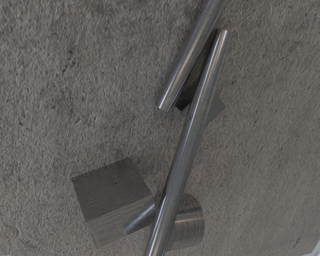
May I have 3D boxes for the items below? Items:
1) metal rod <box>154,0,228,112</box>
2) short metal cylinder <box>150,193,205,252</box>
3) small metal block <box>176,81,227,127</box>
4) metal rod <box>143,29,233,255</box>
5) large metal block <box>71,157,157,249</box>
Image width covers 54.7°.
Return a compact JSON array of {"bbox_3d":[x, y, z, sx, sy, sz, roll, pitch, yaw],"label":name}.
[{"bbox_3d":[0.067,-0.154,0.348,0.025,0.025,0.298,14,111,-34],"label":"metal rod"},{"bbox_3d":[0.024,0.143,0.473,0.050,0.080,0.079,1,118,-29],"label":"short metal cylinder"},{"bbox_3d":[0.054,-0.031,0.417,0.050,0.025,0.050,-44,130,2],"label":"small metal block"},{"bbox_3d":[0.032,0.026,0.378,0.025,0.025,0.298,18,89,-35],"label":"metal rod"},{"bbox_3d":[-0.059,0.092,0.396,0.081,0.080,0.050,-20,126,-17],"label":"large metal block"}]
